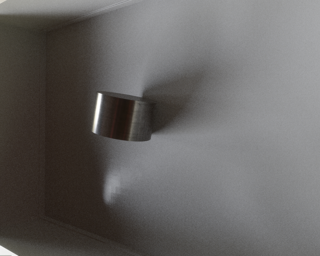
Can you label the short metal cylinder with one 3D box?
[{"bbox_3d":[-0.047,-0.017,0.408,0.080,0.081,0.050,17,101,38],"label":"short metal cylinder"}]
